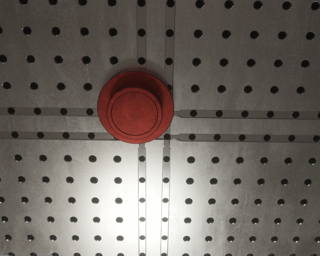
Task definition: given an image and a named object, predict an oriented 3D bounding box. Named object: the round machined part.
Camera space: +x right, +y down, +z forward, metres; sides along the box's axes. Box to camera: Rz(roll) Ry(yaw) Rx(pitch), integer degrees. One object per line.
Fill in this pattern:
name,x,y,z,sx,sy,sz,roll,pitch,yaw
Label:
round machined part,-0.031,-0.024,0.395,0.099,0.042,0.097,0,110,-1
